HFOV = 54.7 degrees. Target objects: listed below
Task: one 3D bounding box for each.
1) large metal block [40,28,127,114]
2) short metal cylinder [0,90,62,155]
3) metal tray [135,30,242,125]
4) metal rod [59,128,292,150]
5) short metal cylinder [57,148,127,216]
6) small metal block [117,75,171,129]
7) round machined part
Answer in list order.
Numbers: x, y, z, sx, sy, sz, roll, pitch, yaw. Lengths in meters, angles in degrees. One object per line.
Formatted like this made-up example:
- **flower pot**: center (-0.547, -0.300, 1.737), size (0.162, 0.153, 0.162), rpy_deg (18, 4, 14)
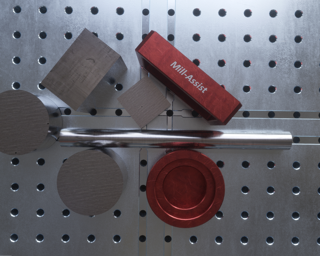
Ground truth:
- **large metal block**: center (-0.089, -0.066, 0.385), size (0.050, 0.080, 0.080), rpy_deg (39, 90, -1)
- **short metal cylinder**: center (-0.174, -0.007, 0.399), size (0.081, 0.050, 0.080), rpy_deg (0, 90, 0)
- **metal tray**: center (0.032, -0.056, 0.380), size (0.130, 0.090, 0.030), rpy_deg (40, 90, 0)
- **metal rod**: center (0.021, 0.015, 0.413), size (0.302, 0.025, 0.025), rpy_deg (1, 90, 0)
- **short metal cylinder**: center (-0.085, 0.066, 0.400), size (0.081, 0.050, 0.080), rpy_deg (0, 90, 0)
- **small metal block**: center (-0.021, -0.034, 0.413), size (0.050, 0.025, 0.050), rpy_deg (-39, 90, 0)
- **round machined part**: center (0.032, 0.076, 0.405), size (0.099, 0.042, 0.097), rpy_deg (0, 90, 0)
